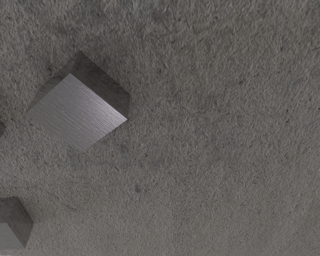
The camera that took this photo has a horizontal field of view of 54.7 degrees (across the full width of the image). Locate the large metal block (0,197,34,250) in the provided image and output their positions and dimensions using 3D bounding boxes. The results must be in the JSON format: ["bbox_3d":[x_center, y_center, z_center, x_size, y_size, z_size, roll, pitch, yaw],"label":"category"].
[{"bbox_3d":[-0.275,0.164,0.528,0.080,0.050,0.080,-4,130,3],"label":"large metal block"}]

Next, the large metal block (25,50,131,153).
[{"bbox_3d":[-0.093,-0.028,0.365,0.080,0.050,0.080,-34,123,25],"label":"large metal block"}]

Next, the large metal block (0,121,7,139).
[{"bbox_3d":[-0.260,-0.003,0.386,0.080,0.050,0.080,-16,129,13],"label":"large metal block"}]
